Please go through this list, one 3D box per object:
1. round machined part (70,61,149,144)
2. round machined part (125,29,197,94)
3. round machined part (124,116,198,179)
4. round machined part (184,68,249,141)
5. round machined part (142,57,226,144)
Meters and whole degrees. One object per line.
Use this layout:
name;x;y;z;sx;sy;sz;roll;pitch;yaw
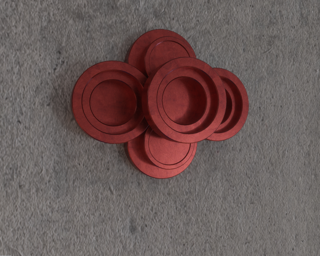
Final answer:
round machined part;-0.059;-0.030;0.380;0.099;0.042;0.097;0;90;-21
round machined part;0.006;-0.081;0.404;0.099;0.042;0.097;0;90;-21
round machined part;0.006;0.018;0.404;0.099;0.042;0.097;0;90;-21
round machined part;0.069;-0.031;0.428;0.099;0.042;0.097;0;90;-21
round machined part;0.025;-0.031;0.366;0.099;0.042;0.097;0;91;-21
